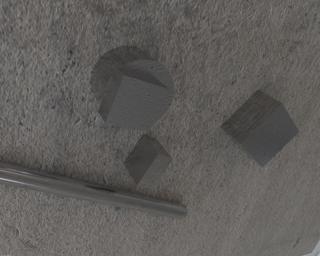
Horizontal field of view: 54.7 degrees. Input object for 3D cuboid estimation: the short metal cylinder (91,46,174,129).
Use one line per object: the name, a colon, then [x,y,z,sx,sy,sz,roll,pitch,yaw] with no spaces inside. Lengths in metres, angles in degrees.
short metal cylinder: [-0.031,-0.045,0.346,0.081,0.050,0.079,-14,124,-21]

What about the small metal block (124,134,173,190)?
small metal block: [-0.017,0.044,0.409,0.025,0.050,0.050,25,105,-37]

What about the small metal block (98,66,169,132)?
small metal block: [-0.027,-0.028,0.310,0.050,0.025,0.050,13,112,-34]

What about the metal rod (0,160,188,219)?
metal rod: [-0.075,0.091,0.422,0.302,0.025,0.025,23,106,-37]

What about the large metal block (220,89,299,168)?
large metal block: [0.154,0.002,0.476,0.080,0.050,0.080,-46,129,4]
